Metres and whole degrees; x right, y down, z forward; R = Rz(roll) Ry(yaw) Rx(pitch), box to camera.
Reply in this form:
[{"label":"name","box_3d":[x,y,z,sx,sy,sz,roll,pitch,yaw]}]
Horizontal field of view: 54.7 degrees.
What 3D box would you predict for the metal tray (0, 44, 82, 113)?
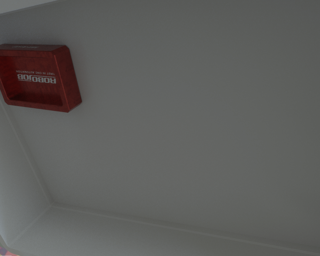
[{"label":"metal tray","box_3d":[-0.185,-0.075,0.456,0.130,0.030,0.089,8,122,24]}]
